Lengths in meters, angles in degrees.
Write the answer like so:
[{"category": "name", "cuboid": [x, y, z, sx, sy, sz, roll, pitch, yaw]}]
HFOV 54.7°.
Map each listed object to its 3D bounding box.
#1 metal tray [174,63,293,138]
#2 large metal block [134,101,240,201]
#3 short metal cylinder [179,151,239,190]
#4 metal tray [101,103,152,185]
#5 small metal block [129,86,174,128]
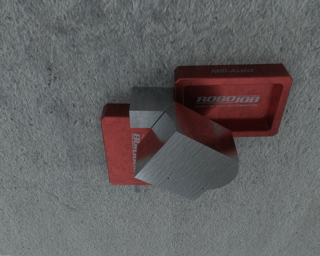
[{"category": "metal tray", "cuboid": [0.083, -0.031, 0.380, 0.131, 0.030, 0.089, -1, 130, 1]}, {"category": "large metal block", "cuboid": [0.028, 0.029, 0.350, 0.080, 0.050, 0.080, 26, 126, -21]}, {"category": "short metal cylinder", "cuboid": [0.063, 0.041, 0.427, 0.080, 0.050, 0.079, 0, 130, 0]}, {"category": "metal tray", "cuboid": [-0.028, 0.026, 0.429, 0.091, 0.030, 0.129, 1, 130, -1]}, {"category": "small metal block", "cuboid": [-0.009, -0.026, 0.371, 0.050, 0.050, 0.025, 1, 130, -1]}]
